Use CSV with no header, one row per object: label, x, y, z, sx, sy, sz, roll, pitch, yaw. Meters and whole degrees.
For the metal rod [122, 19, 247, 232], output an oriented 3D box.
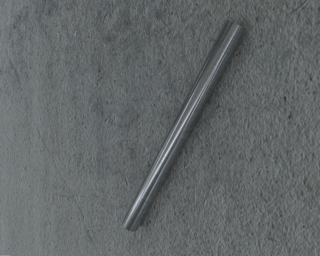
metal rod,0.021,0.013,0.388,0.025,0.025,0.298,40,114,32
